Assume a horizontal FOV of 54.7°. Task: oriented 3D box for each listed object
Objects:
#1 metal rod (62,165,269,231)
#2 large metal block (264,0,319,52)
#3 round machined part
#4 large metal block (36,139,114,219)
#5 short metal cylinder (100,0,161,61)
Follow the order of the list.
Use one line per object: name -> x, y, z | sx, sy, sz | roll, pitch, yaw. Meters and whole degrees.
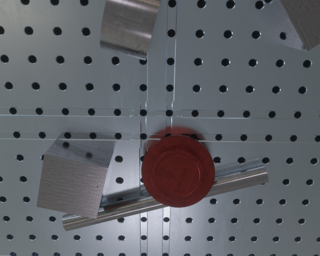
metal rod -> 0.004, 0.103, 0.451 | 0.301, 0.025, 0.025 | -15, 110, 5
large metal block -> 0.173, -0.145, 0.348 | 0.080, 0.050, 0.080 | -34, 107, 11
round machined part -> 0.024, 0.059, 0.412 | 0.099, 0.042, 0.097 | 0, 94, 4
large metal block -> -0.115, 0.069, 0.424 | 0.081, 0.050, 0.079 | 14, 110, -5
short metal cylinder -> -0.030, -0.120, 0.340 | 0.050, 0.080, 0.079 | 14, 110, -5
